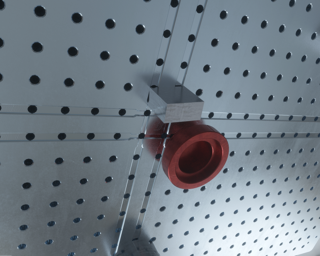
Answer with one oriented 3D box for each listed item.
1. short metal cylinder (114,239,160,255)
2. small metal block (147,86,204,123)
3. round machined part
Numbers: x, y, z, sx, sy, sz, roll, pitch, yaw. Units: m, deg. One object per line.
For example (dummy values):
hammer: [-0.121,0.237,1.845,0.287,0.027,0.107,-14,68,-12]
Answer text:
short metal cylinder: [-0.035,0.236,0.522,0.081,0.050,0.079,-14,124,-21]
small metal block: [0.019,-0.030,0.386,0.050,0.050,0.025,-6,121,-26]
round machined part: [0.047,0.037,0.449,0.099,0.042,0.097,-14,124,-21]
